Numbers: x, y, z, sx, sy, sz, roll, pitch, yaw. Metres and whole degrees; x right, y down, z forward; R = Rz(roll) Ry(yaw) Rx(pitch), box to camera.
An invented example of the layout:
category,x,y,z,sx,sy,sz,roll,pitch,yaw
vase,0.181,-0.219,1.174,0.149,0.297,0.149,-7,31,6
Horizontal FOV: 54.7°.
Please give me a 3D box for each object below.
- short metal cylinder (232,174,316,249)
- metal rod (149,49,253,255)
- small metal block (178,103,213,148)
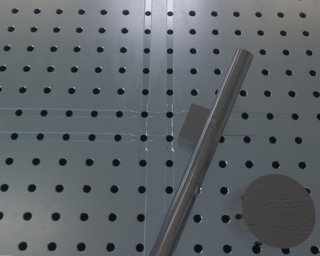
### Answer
category,x,y,z,sx,sy,sz,roll,pitch,yaw
short metal cylinder,0.130,0.098,0.364,0.081,0.050,0.080,0,70,0
metal rod,0.049,0.039,0.374,0.025,0.025,0.299,23,80,8
small metal block,0.056,0.002,0.412,0.050,0.025,0.050,21,71,7
